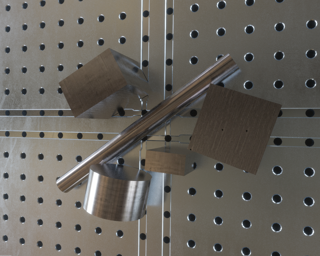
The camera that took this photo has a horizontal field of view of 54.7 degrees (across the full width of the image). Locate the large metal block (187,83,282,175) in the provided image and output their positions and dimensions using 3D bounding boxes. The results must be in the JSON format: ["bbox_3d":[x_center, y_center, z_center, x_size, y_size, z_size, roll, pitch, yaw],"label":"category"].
[{"bbox_3d":[0.088,0.000,0.365,0.080,0.050,0.080,20,97,18],"label":"large metal block"}]

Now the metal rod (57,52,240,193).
[{"bbox_3d":[-0.027,0.001,0.420,0.300,0.025,0.025,-36,79,16],"label":"metal rod"}]

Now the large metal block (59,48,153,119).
[{"bbox_3d":[-0.068,-0.053,0.407,0.080,0.080,0.050,-30,81,17],"label":"large metal block"}]

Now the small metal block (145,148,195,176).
[{"bbox_3d":[0.014,0.042,0.394,0.050,0.050,0.025,6,92,19],"label":"small metal block"}]

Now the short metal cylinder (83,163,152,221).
[{"bbox_3d":[-0.055,0.081,0.401,0.080,0.080,0.050,12,94,19],"label":"short metal cylinder"}]
